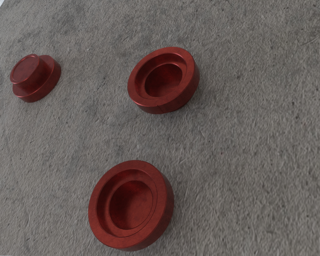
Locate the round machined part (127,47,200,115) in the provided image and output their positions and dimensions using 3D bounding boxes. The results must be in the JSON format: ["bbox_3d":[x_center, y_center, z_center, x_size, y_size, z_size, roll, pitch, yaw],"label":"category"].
[{"bbox_3d":[0.008,-0.060,0.426,0.098,0.042,0.098,-13,56,21],"label":"round machined part"}]

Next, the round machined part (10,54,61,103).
[{"bbox_3d":[-0.239,-0.099,0.580,0.098,0.042,0.098,-13,56,21],"label":"round machined part"}]

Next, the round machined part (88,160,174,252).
[{"bbox_3d":[-0.029,0.089,0.353,0.098,0.042,0.098,-13,56,21],"label":"round machined part"}]
